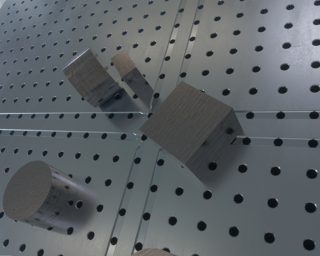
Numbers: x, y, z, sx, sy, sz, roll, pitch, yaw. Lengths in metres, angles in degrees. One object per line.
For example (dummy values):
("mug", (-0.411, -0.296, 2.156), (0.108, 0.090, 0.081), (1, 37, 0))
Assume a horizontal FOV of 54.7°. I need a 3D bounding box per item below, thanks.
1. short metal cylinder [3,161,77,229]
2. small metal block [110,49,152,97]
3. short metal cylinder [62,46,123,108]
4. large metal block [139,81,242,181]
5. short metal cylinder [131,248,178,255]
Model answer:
("short metal cylinder", (-0.162, 0.091, 0.422), (0.080, 0.050, 0.080), (-13, 56, 21))
("small metal block", (-0.043, -0.082, 0.465), (0.025, 0.050, 0.050), (-35, 51, 5))
("short metal cylinder", (-0.102, -0.077, 0.474), (0.050, 0.080, 0.080), (-38, 51, 3))
("large metal block", (0.037, 0.002, 0.372), (0.080, 0.050, 0.080), (-49, 52, -7))
("short metal cylinder", (0.000, 0.160, 0.294), (0.080, 0.050, 0.080), (-13, 56, 21))
